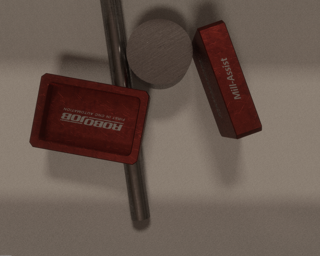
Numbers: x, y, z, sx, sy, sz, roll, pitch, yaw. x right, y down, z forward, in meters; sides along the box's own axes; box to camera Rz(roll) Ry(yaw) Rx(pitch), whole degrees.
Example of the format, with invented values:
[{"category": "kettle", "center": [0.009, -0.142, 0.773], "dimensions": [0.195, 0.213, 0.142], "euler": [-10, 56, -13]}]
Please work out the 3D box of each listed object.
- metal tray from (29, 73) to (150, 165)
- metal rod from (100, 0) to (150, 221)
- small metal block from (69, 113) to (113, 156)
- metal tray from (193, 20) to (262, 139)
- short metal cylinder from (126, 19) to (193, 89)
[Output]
[{"category": "metal tray", "center": [-0.084, -0.011, 0.382], "dimensions": [0.131, 0.030, 0.089], "euler": [10, 90, 0]}, {"category": "metal rod", "center": [-0.046, -0.028, 0.410], "dimensions": [0.025, 0.025, 0.298], "euler": [-8, 90, 0]}, {"category": "small metal block", "center": [-0.088, 0.007, 0.410], "dimensions": [0.050, 0.025, 0.050], "euler": [11, 90, -1]}, {"category": "metal tray", "center": [0.076, -0.053, 0.379], "dimensions": [0.030, 0.090, 0.129], "euler": [-20, 90, 0]}, {"category": "short metal cylinder", "center": [-0.001, -0.092, 0.399], "dimensions": [0.081, 0.050, 0.079], "euler": [0, 90, -1]}]
